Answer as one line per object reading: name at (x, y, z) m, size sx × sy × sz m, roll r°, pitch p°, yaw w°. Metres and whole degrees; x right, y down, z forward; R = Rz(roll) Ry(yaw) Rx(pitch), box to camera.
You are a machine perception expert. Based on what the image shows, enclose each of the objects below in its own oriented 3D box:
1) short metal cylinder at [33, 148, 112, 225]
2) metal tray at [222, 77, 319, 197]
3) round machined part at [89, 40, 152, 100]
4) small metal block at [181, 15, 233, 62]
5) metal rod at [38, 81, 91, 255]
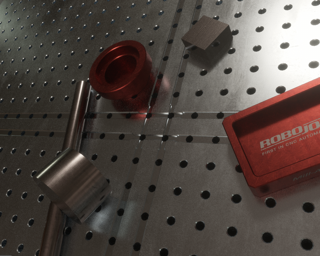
short metal cylinder at (-0.106, 0.070, 0.376) m, size 0.080 × 0.080 × 0.050 m, roll 22°, pitch 54°, yaw 35°
metal tray at (0.142, 0.006, 0.325) m, size 0.130 × 0.030 × 0.090 m, roll -24°, pitch 53°, yaw 13°
round machined part at (-0.056, -0.084, 0.476) m, size 0.098 × 0.042 × 0.098 m, roll -13°, pitch 56°, yaw 20°
small metal block at (0.068, -0.132, 0.452) m, size 0.050 × 0.025 × 0.050 m, roll -47°, pitch 52°, yaw -5°
metal rod at (-0.132, 0.058, 0.439) m, size 0.025 × 0.025 × 0.299 m, roll -11°, pitch 57°, yaw 22°
